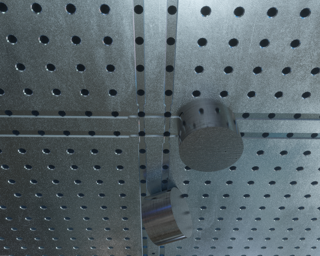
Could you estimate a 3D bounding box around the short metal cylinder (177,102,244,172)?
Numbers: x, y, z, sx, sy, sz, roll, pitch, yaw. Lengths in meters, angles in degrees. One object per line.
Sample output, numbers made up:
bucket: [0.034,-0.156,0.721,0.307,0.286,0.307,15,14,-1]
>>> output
short metal cylinder: [0.064,0.012,0.407,0.081,0.050,0.079,-1,130,0]

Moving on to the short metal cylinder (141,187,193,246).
short metal cylinder: [0.012,0.141,0.496,0.050,0.080,0.080,-22,127,17]
